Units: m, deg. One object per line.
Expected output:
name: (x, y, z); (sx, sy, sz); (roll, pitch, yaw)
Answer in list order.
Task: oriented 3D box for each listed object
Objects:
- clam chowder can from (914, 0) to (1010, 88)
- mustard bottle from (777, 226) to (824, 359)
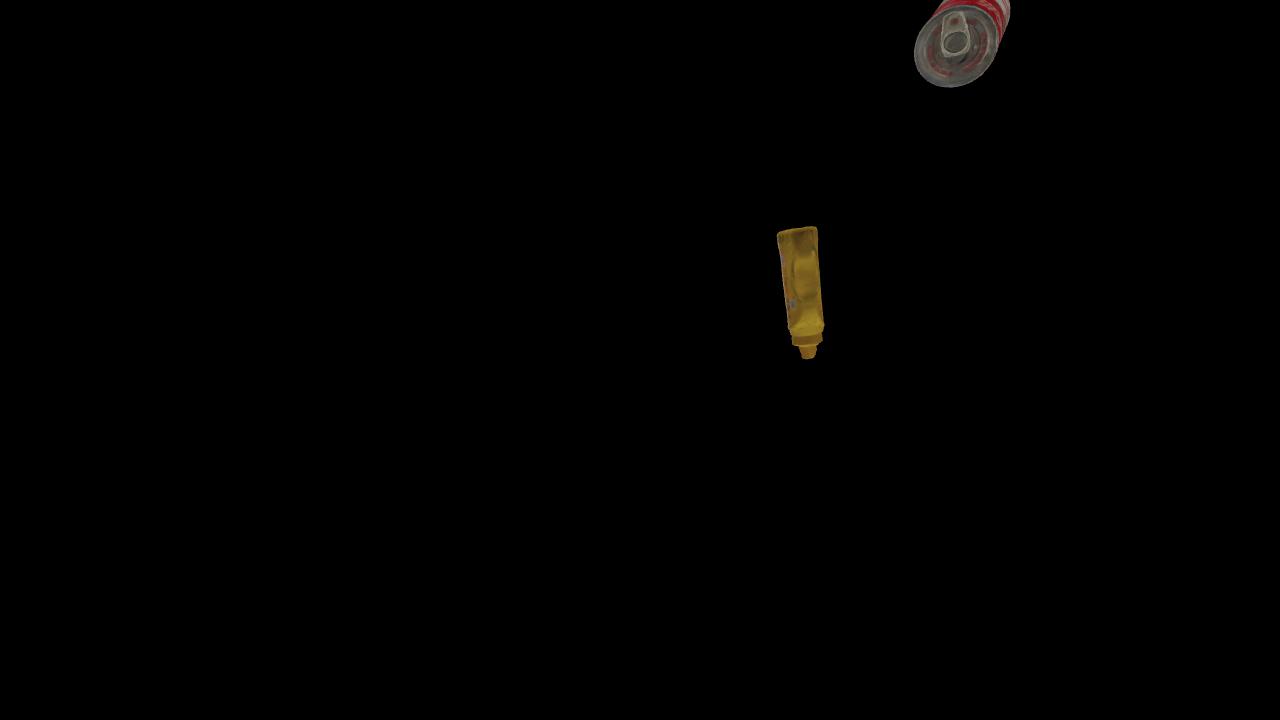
clam chowder can: (0.300, -0.304, 0.571); (0.068, 0.068, 0.102); (0, 38, 37)
mustard bottle: (0.228, -0.091, 0.863); (0.054, 0.184, 0.092); (-8, 8, 0)
